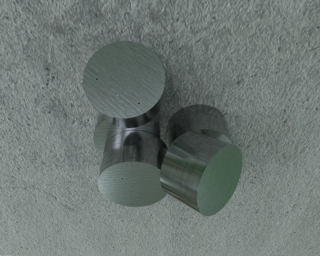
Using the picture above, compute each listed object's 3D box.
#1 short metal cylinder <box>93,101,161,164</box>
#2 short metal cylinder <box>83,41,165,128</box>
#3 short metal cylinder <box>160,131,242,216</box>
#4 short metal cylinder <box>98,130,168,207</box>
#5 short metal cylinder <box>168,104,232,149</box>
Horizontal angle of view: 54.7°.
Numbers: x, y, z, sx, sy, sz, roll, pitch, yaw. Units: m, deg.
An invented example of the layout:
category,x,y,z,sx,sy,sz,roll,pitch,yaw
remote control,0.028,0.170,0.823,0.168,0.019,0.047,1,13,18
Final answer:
category,x,y,z,sx,sy,sz,roll,pitch,yaw
short metal cylinder,-0.040,0.000,0.391,0.081,0.050,0.079,0,130,0
short metal cylinder,-0.035,-0.043,0.327,0.081,0.080,0.050,0,169,-1
short metal cylinder,0.046,0.048,0.339,0.050,0.080,0.080,21,145,41
short metal cylinder,-0.029,0.049,0.367,0.081,0.050,0.079,0,130,0
short metal cylinder,0.051,0.016,0.406,0.081,0.050,0.079,0,130,0
